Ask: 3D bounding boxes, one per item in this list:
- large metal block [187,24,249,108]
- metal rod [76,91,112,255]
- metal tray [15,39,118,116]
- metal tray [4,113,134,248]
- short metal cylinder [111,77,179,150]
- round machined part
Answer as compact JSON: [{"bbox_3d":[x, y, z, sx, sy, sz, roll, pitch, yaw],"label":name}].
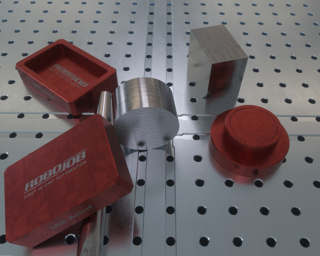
[{"bbox_3d":[0.078,-0.090,0.448,0.050,0.080,0.080,-12,51,-10],"label":"large metal block"},{"bbox_3d":[-0.072,0.071,0.347,0.025,0.025,0.300,-2,50,-2],"label":"metal rod"},{"bbox_3d":[-0.140,-0.081,0.470,0.130,0.030,0.090,32,57,24],"label":"metal tray"},{"bbox_3d":[-0.100,0.053,0.324,0.130,0.030,0.090,-30,52,8],"label":"metal tray"},{"bbox_3d":[-0.020,-0.016,0.386,0.081,0.080,0.050,-6,50,-5],"label":"short metal cylinder"},{"bbox_3d":[0.113,0.009,0.390,0.099,0.042,0.098,0,50,0],"label":"round machined part"}]
